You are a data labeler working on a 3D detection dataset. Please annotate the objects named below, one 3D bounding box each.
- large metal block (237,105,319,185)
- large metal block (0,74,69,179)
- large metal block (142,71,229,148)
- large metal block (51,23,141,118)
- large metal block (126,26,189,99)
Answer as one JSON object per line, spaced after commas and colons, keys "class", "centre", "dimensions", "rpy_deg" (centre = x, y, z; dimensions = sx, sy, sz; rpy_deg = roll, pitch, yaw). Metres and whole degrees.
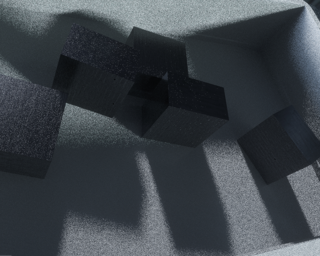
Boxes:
{"class": "large metal block", "centre": [0.174, 0.026, 0.451], "dimensions": [0.050, 0.080, 0.080], "rpy_deg": [-22, 74, -36]}
{"class": "large metal block", "centre": [-0.146, -0.002, 0.313], "dimensions": [0.081, 0.050, 0.080], "rpy_deg": [16, 55, -20]}
{"class": "large metal block", "centre": [0.029, -0.020, 0.400], "dimensions": [0.081, 0.080, 0.050], "rpy_deg": [12, 57, -22]}
{"class": "large metal block", "centre": [-0.078, -0.064, 0.368], "dimensions": [0.081, 0.080, 0.050], "rpy_deg": [19, 54, -18]}
{"class": "large metal block", "centre": [-0.009, -0.086, 0.439], "dimensions": [0.081, 0.050, 0.080], "rpy_deg": [12, 57, -22]}
